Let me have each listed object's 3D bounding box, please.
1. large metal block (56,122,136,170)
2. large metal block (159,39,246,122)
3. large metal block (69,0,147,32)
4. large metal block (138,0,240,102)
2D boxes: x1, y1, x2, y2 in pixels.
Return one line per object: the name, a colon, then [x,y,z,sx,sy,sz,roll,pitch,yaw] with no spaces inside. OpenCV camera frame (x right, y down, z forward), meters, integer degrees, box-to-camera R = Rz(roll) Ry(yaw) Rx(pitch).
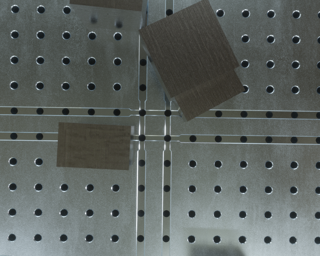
large metal block: [-0.074,0.020,0.385,0.081,0.080,0.050,3,90,-1]
large metal block: [0.050,-0.062,0.402,0.080,0.050,0.080,-29,90,0]
large metal block: [-0.058,-0.159,0.385,0.081,0.080,0.050,6,90,-1]
large metal block: [0.031,-0.084,0.351,0.080,0.050,0.080,-25,90,0]
